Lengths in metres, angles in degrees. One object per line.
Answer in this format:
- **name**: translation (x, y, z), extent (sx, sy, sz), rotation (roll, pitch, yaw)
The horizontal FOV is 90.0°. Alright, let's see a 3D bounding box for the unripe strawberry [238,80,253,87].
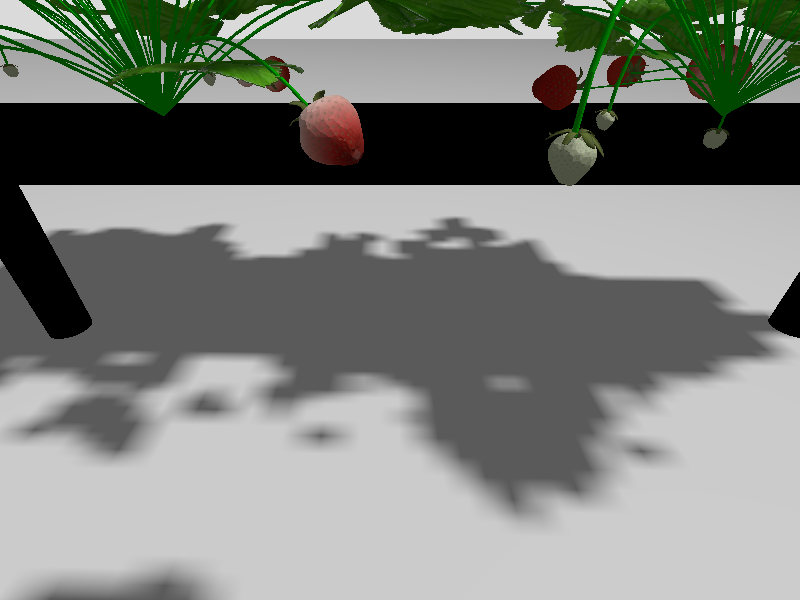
- **unripe strawberry**: translation (-0.180, -0.263, 0.469), extent (0.025, 0.026, 0.027), rotation (2, 17, 3)

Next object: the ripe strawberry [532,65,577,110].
- **ripe strawberry**: translation (0.126, -0.175, 0.330), extent (0.034, 0.033, 0.037), rotation (5, 35, 8)

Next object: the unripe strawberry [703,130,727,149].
- **unripe strawberry**: translation (0.180, -0.092, 0.229), extent (0.011, 0.010, 0.010), rotation (22, 40, 29)

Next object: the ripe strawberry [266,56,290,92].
- **ripe strawberry**: translation (-0.130, -0.239, 0.424), extent (0.029, 0.033, 0.032), rotation (14, 36, 20)

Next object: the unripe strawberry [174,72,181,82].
- **unripe strawberry**: translation (-0.251, -0.251, 0.451), extent (0.011, 0.010, 0.010), rotation (-12, 36, -17)

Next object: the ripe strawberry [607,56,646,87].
- **ripe strawberry**: translation (0.252, -0.258, 0.450), extent (0.038, 0.033, 0.038), rotation (-1, 34, -2)

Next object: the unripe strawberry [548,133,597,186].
- **unripe strawberry**: translation (0.074, -0.060, 0.173), extent (0.021, 0.022, 0.020), rotation (-28, 43, -34)

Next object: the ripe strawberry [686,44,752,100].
- **ripe strawberry**: translation (0.296, -0.213, 0.375), extent (0.051, 0.045, 0.046), rotation (14, 36, 20)

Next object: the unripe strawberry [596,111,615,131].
- **unripe strawberry**: translation (0.110, -0.097, 0.215), extent (0.010, 0.010, 0.009), rotation (-24, 41, -31)

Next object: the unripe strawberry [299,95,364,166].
- **unripe strawberry**: translation (-0.032, -0.081, 0.198), extent (0.032, 0.034, 0.033), rotation (-32, -20, -38)

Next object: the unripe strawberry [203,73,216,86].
- **unripe strawberry**: translation (-0.209, -0.243, 0.441), extent (0.013, 0.013, 0.011), rotation (-4, 35, -6)

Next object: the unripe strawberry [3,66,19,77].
- **unripe strawberry**: translation (-0.373, -0.220, 0.385), extent (0.010, 0.010, 0.011), rotation (16, 37, 22)
